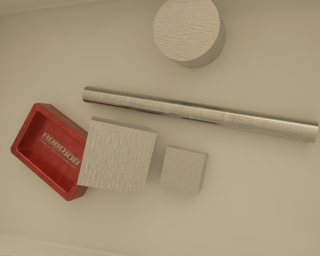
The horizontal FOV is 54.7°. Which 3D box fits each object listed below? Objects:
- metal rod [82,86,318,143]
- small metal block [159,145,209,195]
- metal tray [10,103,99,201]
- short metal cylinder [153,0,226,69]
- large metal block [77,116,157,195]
[{"bbox_3d":[0.035,-0.022,0.397,0.301,0.025,0.025,11,94,19],"label":"metal rod"},{"bbox_3d":[0.031,0.053,0.399,0.050,0.025,0.050,12,94,19],"label":"small metal block"},{"bbox_3d":[-0.151,0.033,0.459,0.130,0.030,0.090,35,101,16],"label":"metal tray"},{"bbox_3d":[0.038,-0.118,0.383,0.080,0.050,0.079,0,90,19],"label":"short metal cylinder"},{"bbox_3d":[-0.056,0.034,0.398,0.081,0.050,0.079,12,95,-12],"label":"large metal block"}]
